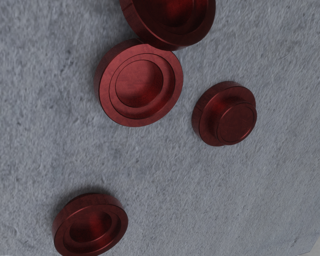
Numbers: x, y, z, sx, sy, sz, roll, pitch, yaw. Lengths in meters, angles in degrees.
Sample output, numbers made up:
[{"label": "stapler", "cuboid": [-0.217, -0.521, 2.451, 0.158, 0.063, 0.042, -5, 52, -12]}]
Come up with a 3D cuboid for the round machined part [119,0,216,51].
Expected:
[{"label": "round machined part", "cuboid": [0.004, -0.124, 0.305, 0.099, 0.042, 0.097, 1, 88, -31]}]

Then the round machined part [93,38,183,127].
[{"label": "round machined part", "cuboid": [-0.027, -0.053, 0.350, 0.099, 0.042, 0.097, -14, 125, -21]}]

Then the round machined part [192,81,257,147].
[{"label": "round machined part", "cuboid": [0.098, -0.014, 0.443, 0.099, 0.042, 0.097, -14, 125, -21]}]

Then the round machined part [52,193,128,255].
[{"label": "round machined part", "cuboid": [-0.097, 0.128, 0.423, 0.099, 0.042, 0.097, -14, 125, -21]}]
